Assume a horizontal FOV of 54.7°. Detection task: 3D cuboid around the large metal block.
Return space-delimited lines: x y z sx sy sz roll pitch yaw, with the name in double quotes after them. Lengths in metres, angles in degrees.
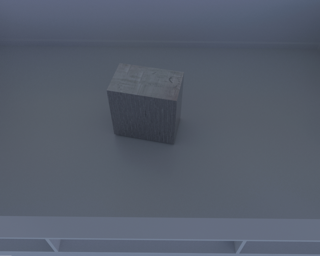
-0.016 -0.029 0.391 0.080 0.080 0.050 9 51 7 "large metal block"
